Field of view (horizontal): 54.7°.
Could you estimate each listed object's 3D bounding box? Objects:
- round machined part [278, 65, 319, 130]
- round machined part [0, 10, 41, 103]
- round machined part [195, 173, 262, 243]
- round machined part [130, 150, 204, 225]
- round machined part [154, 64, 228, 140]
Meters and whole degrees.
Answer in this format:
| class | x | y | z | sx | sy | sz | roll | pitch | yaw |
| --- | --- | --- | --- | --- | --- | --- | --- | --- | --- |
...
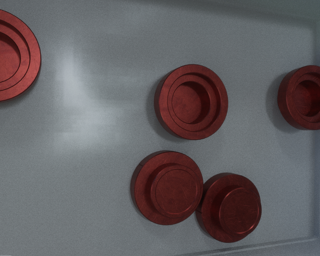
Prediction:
| class | x | y | z | sx | sy | sz | roll | pitch | yaw |
| --- | --- | --- | --- | --- | --- | --- | --- | --- | --- |
| round machined part | 0.224 | -0.045 | 0.481 | 0.099 | 0.042 | 0.097 | 1 | 88 | -16 |
| round machined part | -0.181 | -0.075 | 0.335 | 0.099 | 0.042 | 0.097 | 0 | 90 | -20 |
| round machined part | 0.103 | 0.115 | 0.440 | 0.099 | 0.042 | 0.097 | 0 | 90 | -20 |
| round machined part | 0.014 | 0.079 | 0.407 | 0.099 | 0.042 | 0.097 | 0 | 90 | -20 |
| round machined part | 0.038 | -0.033 | 0.415 | 0.099 | 0.042 | 0.097 | 0 | 90 | -20 |
